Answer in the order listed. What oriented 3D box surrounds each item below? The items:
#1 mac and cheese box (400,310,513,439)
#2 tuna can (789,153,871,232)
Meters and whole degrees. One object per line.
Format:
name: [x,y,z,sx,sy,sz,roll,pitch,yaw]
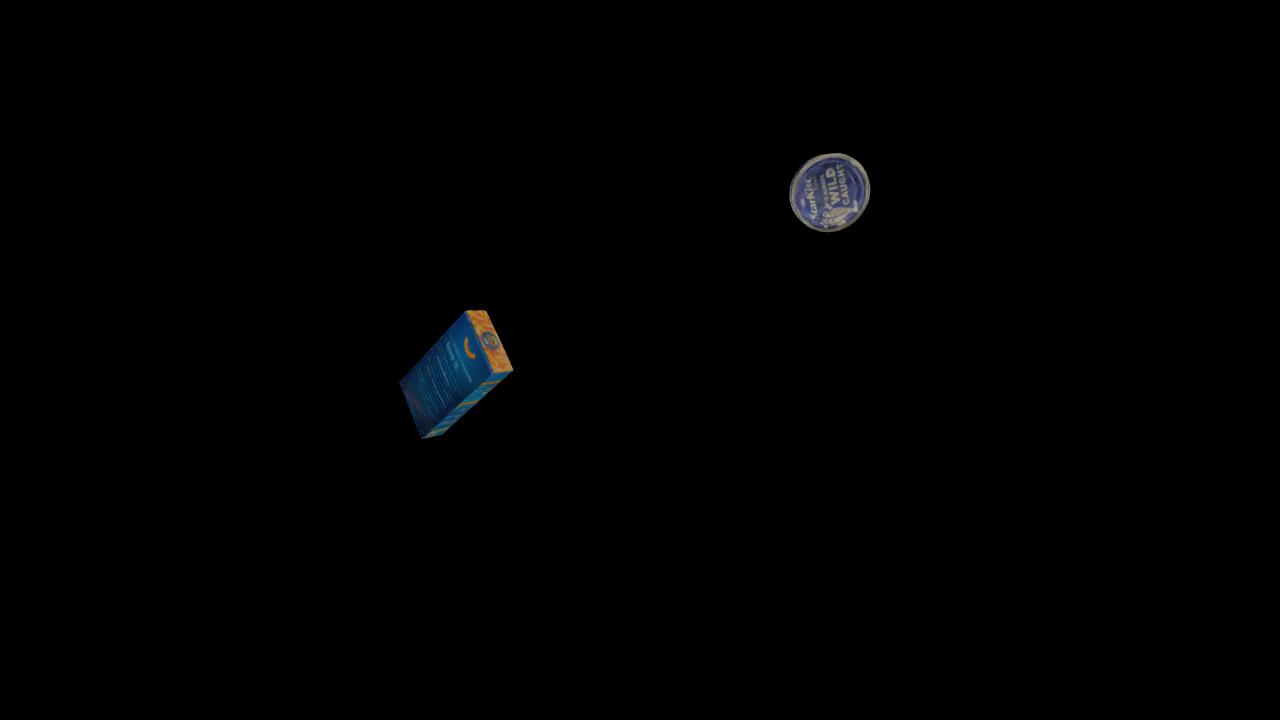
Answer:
mac and cheese box: [-0.247,0.022,0.812,0.184,0.093,0.041,-36,-18,34]
tuna can: [0.210,-0.187,0.687,0.084,0.084,0.034,0,19,7]
